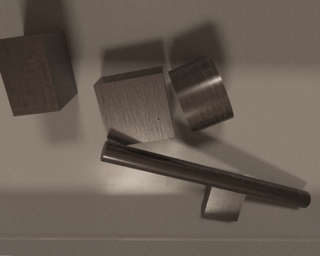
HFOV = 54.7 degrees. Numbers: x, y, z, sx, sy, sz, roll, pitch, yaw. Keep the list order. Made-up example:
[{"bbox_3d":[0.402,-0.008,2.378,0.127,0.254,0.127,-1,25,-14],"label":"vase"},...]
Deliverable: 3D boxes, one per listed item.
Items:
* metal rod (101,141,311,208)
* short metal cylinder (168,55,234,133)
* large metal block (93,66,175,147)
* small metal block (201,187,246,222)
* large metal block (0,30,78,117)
[{"bbox_3d":[0.072,0.066,0.409,0.302,0.025,0.025,16,110,-17],"label":"metal rod"},{"bbox_3d":[0.048,-0.040,0.368,0.050,0.080,0.080,-22,109,7],"label":"short metal cylinder"},{"bbox_3d":[-0.029,-0.027,0.388,0.080,0.050,0.079,-10,110,3],"label":"large metal block"},{"bbox_3d":[0.092,0.105,0.451,0.050,0.025,0.050,10,110,-4],"label":"small metal block"},{"bbox_3d":[-0.137,-0.066,0.356,0.050,0.080,0.079,-7,110,2],"label":"large metal block"}]
